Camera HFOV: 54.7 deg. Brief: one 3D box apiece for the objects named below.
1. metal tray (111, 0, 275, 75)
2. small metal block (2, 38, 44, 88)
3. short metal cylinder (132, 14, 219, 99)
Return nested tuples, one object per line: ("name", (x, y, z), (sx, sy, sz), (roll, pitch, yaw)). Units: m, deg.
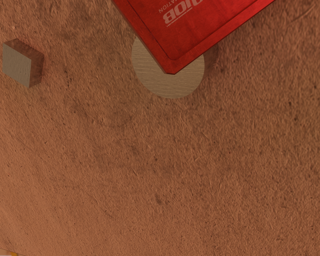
("metal tray", (0.033, -0.118, 0.268), (0.130, 0.030, 0.090), (-36, 100, 3))
("small metal block", (-0.201, -0.095, 0.454), (0.050, 0.025, 0.050), (31, 128, 8))
("short metal cylinder", (0.017, -0.078, 0.333), (0.080, 0.050, 0.079), (13, 124, 21))
